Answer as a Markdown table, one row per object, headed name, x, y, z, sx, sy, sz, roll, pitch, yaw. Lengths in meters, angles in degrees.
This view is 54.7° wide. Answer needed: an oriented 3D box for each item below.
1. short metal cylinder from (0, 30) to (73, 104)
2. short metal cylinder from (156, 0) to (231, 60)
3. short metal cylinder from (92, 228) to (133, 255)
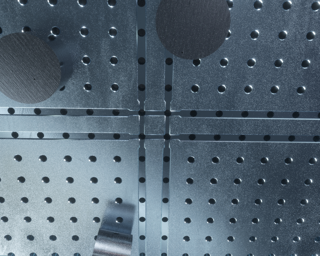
| name | x | y | z | sx | sy | sz | roll | pitch | yaw |
| --- | --- | --- | --- | --- | --- | --- | --- | --- | --- |
| short metal cylinder | -0.152 | -0.074 | 0.371 | 0.081 | 0.050 | 0.079 | 0 | 110 | -1 |
| short metal cylinder | 0.035 | -0.122 | 0.356 | 0.081 | 0.050 | 0.079 | 0 | 110 | -1 |
| short metal cylinder | -0.074 | 0.193 | 0.454 | 0.050 | 0.080 | 0.079 | 14 | 110 | -6 |
